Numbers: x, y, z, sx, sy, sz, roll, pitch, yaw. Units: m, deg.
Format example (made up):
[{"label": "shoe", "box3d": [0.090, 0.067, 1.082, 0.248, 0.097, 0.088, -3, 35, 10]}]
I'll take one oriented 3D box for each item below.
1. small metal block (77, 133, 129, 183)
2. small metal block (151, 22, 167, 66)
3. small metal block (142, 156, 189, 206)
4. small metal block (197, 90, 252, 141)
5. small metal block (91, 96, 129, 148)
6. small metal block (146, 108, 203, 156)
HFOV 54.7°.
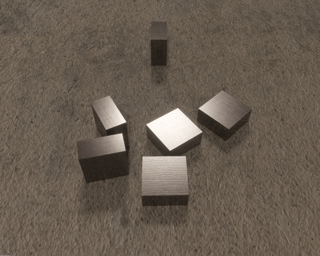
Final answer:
[{"label": "small metal block", "box3d": [-0.064, 0.036, 0.356, 0.050, 0.050, 0.025, -10, 51, -9]}, {"label": "small metal block", "box3d": [-0.002, -0.136, 0.502, 0.025, 0.050, 0.050, 0, 50, 0]}, {"label": "small metal block", "box3d": [0.005, 0.060, 0.353, 0.050, 0.025, 0.050, 0, 50, -1]}, {"label": "small metal block", "box3d": [0.087, -0.017, 0.419, 0.050, 0.025, 0.050, -37, 59, -27]}, {"label": "small metal block", "box3d": [-0.062, -0.003, 0.389, 0.025, 0.050, 0.050, -23, 54, -18]}, {"label": "small metal block", "box3d": [0.018, 0.008, 0.397, 0.050, 0.025, 0.050, -28, 56, -22]}]
